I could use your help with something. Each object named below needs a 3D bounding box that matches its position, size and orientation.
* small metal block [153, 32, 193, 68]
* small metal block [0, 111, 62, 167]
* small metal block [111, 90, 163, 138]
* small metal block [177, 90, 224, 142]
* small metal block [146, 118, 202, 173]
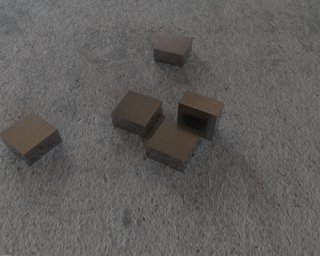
[{"bbox_3d":[0.022,-0.130,0.512,0.050,0.025,0.050,16,52,13],"label":"small metal block"},{"bbox_3d":[-0.163,0.013,0.391,0.050,0.025,0.050,31,57,23],"label":"small metal block"},{"bbox_3d":[-0.030,-0.020,0.419,0.050,0.025,0.050,20,53,16],"label":"small metal block"},{"bbox_3d":[0.051,-0.015,0.400,0.050,0.050,0.025,21,53,16],"label":"small metal block"},{"bbox_3d":[0.018,0.021,0.386,0.050,0.025,0.050,23,54,18],"label":"small metal block"}]
